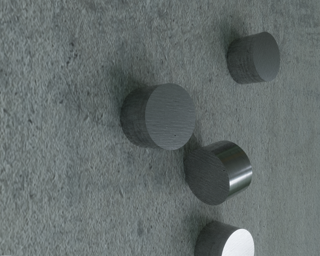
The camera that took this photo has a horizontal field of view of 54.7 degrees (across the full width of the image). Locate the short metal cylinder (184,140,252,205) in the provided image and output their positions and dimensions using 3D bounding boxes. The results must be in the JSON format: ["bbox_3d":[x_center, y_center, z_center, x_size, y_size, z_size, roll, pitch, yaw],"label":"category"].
[{"bbox_3d":[0.081,0.062,0.437,0.050,0.080,0.079,-15,100,-39],"label":"short metal cylinder"}]

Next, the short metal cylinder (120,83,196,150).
[{"bbox_3d":[-0.002,-0.014,0.387,0.081,0.050,0.080,0,90,-40],"label":"short metal cylinder"}]

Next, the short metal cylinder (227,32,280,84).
[{"bbox_3d":[0.158,-0.115,0.520,0.081,0.050,0.080,0,90,-40],"label":"short metal cylinder"}]

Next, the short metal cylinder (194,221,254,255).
[{"bbox_3d":[0.099,0.188,0.471,0.081,0.050,0.080,0,90,-40],"label":"short metal cylinder"}]
